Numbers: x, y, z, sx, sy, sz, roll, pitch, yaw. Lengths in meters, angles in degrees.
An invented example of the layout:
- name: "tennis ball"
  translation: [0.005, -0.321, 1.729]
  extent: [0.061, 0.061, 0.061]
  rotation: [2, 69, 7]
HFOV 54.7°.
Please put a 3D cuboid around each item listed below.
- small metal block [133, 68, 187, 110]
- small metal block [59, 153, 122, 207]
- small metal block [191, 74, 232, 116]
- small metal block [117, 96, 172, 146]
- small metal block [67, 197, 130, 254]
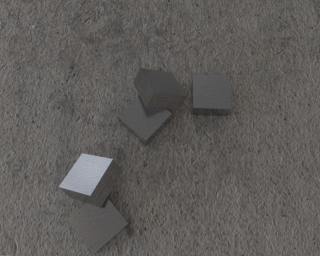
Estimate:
- name: "small metal block"
  translation: [-0.001, -0.051, 0.407]
  extent: [0.050, 0.025, 0.050]
  rotation: [1, 45, -33]
- name: "small metal block"
  translation: [-0.082, 0.061, 0.368]
  extent: [0.050, 0.025, 0.050]
  rotation: [6, 51, 31]
- name: "small metal block"
  translation: [0.069, -0.045, 0.425]
  extent: [0.050, 0.025, 0.050]
  rotation: [2, 70, 0]
- name: "small metal block"
  translation: [-0.020, -0.013, 0.412]
  extent: [0.050, 0.025, 0.050]
  rotation: [40, 75, 13]
- name: "small metal block"
  translation: [-0.072, 0.111, 0.367]
  extent: [0.050, 0.025, 0.050]
  rotation: [-39, 75, -13]
